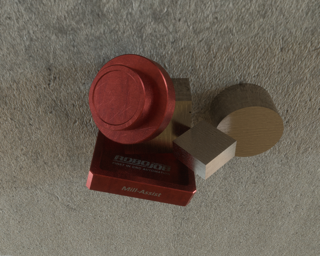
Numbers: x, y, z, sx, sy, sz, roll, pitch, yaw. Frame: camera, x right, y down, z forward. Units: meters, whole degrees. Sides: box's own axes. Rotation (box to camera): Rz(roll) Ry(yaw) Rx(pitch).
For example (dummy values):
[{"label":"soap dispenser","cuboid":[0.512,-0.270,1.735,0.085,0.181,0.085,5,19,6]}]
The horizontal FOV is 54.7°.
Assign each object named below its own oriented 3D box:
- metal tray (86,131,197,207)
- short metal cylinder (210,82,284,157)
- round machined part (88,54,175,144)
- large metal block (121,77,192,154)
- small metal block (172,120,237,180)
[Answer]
[{"label":"metal tray","cuboid":[-0.022,0.047,0.405,0.131,0.090,0.030,13,129,-11]},{"label":"short metal cylinder","cuboid":[0.105,-0.010,0.386,0.081,0.050,0.079,0,130,0]},{"label":"round machined part","cuboid":[-0.037,-0.031,0.333,0.098,0.098,0.042,-30,169,22]},{"label":"large metal block","cuboid":[-0.004,-0.014,0.381,0.080,0.050,0.079,-1,130,1]},{"label":"small metal block","cuboid":[0.050,0.023,0.353,0.050,0.050,0.025,-33,139,-27]}]
